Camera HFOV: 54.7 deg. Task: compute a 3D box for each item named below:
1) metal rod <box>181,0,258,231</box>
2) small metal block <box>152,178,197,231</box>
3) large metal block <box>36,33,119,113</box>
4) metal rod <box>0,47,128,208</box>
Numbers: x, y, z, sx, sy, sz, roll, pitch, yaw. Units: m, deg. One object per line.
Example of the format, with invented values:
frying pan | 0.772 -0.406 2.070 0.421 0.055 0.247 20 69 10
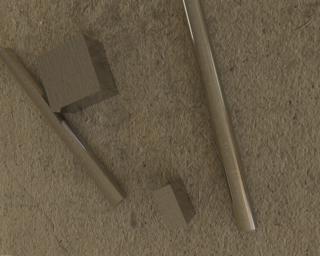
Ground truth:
metal rod | 0.071 -0.025 0.383 0.025 0.025 0.298 -15 85 19
small metal block | 0.019 0.094 0.388 0.025 0.050 0.050 -25 82 18
large metal block | -0.115 -0.073 0.435 0.080 0.050 0.080 -21 83 18
metal rod | -0.150 -0.008 0.460 0.025 0.025 0.300 -44 77 14
